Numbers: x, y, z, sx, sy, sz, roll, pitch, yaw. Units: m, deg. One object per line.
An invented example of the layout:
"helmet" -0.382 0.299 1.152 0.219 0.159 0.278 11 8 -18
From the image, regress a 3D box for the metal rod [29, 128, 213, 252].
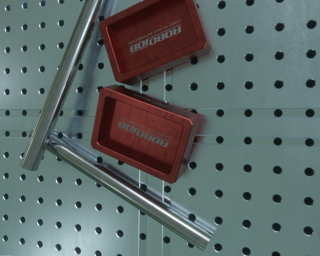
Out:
"metal rod" -0.065 0.076 0.434 0.301 0.025 0.025 28 99 17

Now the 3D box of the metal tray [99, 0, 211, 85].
"metal tray" -0.008 -0.121 0.411 0.130 0.030 0.090 -19 84 18

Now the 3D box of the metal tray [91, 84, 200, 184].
"metal tray" -0.023 0.006 0.405 0.130 0.030 0.089 22 112 18

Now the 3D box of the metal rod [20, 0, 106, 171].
"metal rod" -0.132 -0.081 0.441 0.025 0.025 0.299 23 91 18
